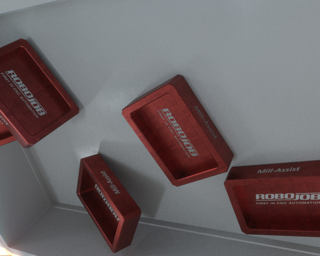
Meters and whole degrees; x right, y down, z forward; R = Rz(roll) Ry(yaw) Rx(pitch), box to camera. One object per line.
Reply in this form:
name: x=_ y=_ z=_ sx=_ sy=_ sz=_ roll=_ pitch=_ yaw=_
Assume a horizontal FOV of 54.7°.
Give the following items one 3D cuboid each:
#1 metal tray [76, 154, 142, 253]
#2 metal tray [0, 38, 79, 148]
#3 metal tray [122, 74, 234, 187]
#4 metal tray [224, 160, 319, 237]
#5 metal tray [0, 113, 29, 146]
metal tray: x=-0.085 y=0.114 z=0.483 sx=0.130 sy=0.030 sz=0.089 roll=45 pitch=134 yaw=33
metal tray: x=-0.189 y=-0.048 z=0.433 sx=0.130 sy=0.090 sz=0.030 roll=54 pitch=144 yaw=-11
metal tray: x=0.022 y=0.008 z=0.398 sx=0.090 sy=0.030 sz=0.130 roll=-26 pitch=105 yaw=37
metal tray: x=0.155 y=0.088 z=0.378 sx=0.130 sy=0.030 sz=0.090 roll=-10 pitch=114 yaw=32
metal tray: x=-0.251 y=-0.040 z=0.475 sx=0.030 sy=0.091 sz=0.129 roll=37 pitch=145 yaw=59
